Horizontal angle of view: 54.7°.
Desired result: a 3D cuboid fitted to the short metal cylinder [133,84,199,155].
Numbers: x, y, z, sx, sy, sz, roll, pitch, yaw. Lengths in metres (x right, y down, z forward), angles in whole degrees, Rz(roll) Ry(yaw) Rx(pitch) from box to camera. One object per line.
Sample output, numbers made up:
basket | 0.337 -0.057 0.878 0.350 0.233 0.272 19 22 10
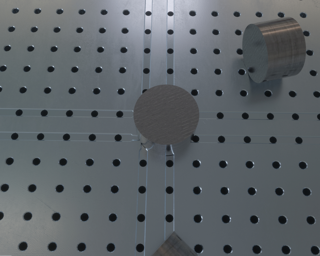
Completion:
short metal cylinder | 0.008 -0.009 0.402 0.081 0.050 0.080 0 70 0

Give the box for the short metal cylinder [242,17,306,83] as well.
short metal cylinder | 0.152 -0.105 0.422 0.050 0.080 0.080 -12 71 -4

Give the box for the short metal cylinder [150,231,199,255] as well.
short metal cylinder | 0.005 0.156 0.325 0.050 0.080 0.080 43 76 14
